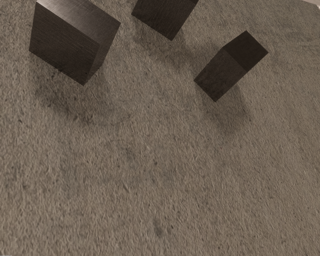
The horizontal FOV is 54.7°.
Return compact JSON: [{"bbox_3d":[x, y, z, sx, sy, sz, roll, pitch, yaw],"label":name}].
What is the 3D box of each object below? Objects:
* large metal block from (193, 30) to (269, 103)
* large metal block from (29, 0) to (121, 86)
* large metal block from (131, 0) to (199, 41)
[{"bbox_3d":[0.112,-0.097,0.491,0.050,0.080,0.080,47,51,4],"label":"large metal block"},{"bbox_3d":[-0.106,-0.112,0.380,0.080,0.080,0.050,33,51,-7],"label":"large metal block"},{"bbox_3d":[0.012,-0.203,0.501,0.080,0.080,0.050,32,52,-8],"label":"large metal block"}]
